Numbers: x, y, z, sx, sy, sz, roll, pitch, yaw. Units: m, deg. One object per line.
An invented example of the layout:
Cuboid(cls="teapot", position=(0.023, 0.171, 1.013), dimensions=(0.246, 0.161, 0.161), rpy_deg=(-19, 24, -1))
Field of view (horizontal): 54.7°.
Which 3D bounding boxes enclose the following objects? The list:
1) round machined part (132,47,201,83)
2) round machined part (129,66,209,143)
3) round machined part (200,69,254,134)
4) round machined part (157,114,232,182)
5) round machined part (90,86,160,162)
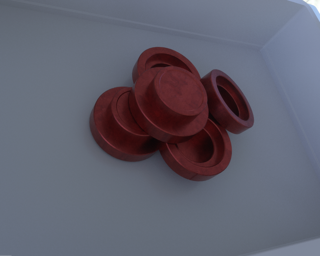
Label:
Cuboid(cls="round machined part", position=(0.007, -0.063, 0.436), dimensions=(0.099, 0.042, 0.098), rpy_deg=(14, 56, -21))
Cuboid(cls="round machined part", position=(0.017, -0.034, 0.368), dimensions=(0.099, 0.042, 0.098), rpy_deg=(14, 56, -21))
Cuboid(cls="round machined part", position=(0.089, -0.033, 0.449), dimensions=(0.098, 0.042, 0.098), rpy_deg=(32, 39, -31))
Cuboid(cls="round machined part", position=(0.040, 0.023, 0.402), dimensions=(0.099, 0.042, 0.098), rpy_deg=(14, 56, -21))
Cuboid(cls="round machined part", position=(-0.033, -0.012, 0.381), dimensions=(0.099, 0.042, 0.098), rpy_deg=(14, 56, -21))
